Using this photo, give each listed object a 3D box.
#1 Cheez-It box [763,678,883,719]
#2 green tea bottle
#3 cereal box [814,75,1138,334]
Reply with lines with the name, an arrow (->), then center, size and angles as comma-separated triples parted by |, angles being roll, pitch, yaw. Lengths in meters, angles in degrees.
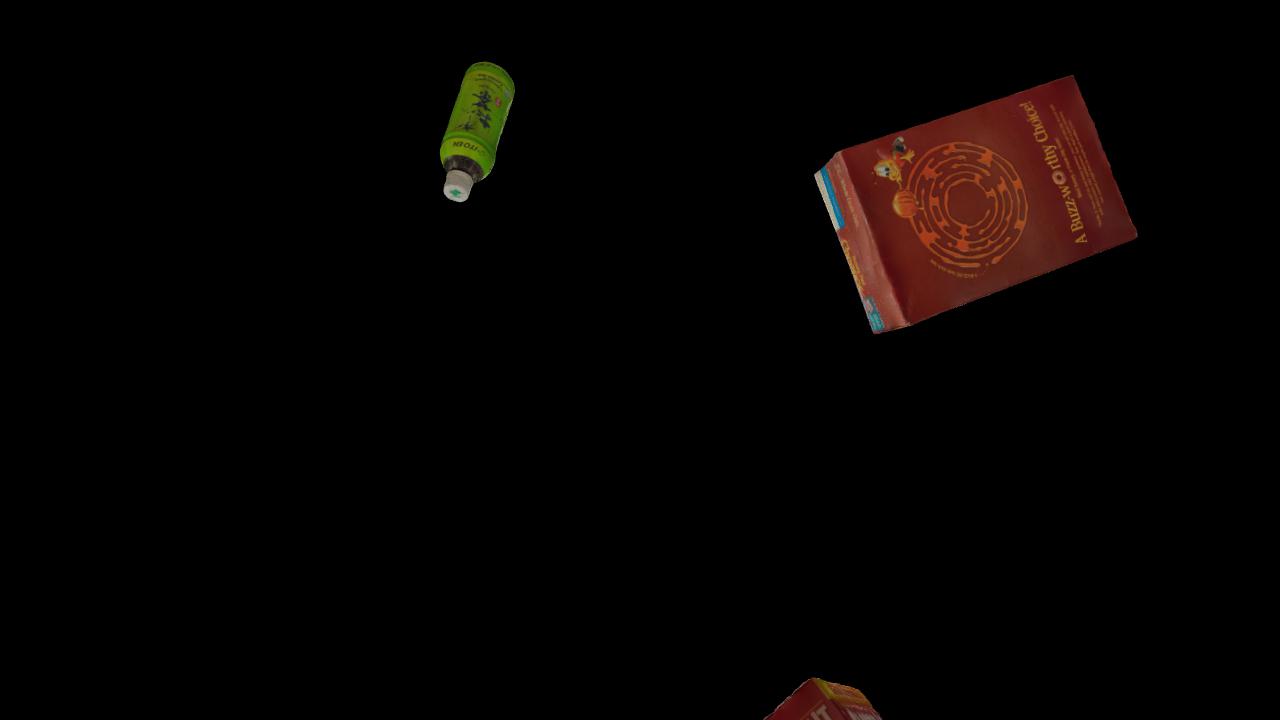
Cheez-It box -> 0.191, 0.340, 0.422 | 0.223, 0.071, 0.166 | 48, 1, 41
green tea bottle -> -0.217, -0.295, 0.804 | 0.073, 0.212, 0.073 | 6, -27, 3
cereal box -> 0.376, -0.175, 0.699 | 0.306, 0.203, 0.081 | -21, -2, -7
